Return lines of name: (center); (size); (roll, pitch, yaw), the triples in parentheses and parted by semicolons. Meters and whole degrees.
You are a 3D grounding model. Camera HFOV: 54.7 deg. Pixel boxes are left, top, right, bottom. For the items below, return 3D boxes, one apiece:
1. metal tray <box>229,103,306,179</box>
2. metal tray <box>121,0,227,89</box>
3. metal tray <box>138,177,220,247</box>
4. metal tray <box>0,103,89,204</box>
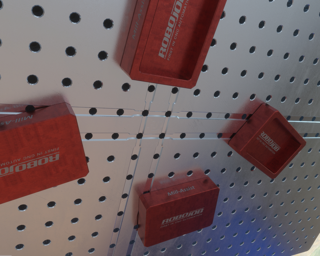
metal tray: (0.187, 0.026, 0.528); (0.130, 0.030, 0.090); (33, 99, -39)
metal tray: (0.017, -0.114, 0.347); (0.091, 0.030, 0.129); (4, 116, -31)
metal tray: (0.031, 0.138, 0.512); (0.131, 0.030, 0.089); (-10, 123, -24)
metal tray: (-0.154, 0.031, 0.344); (0.131, 0.030, 0.089); (-17, 125, -19)
